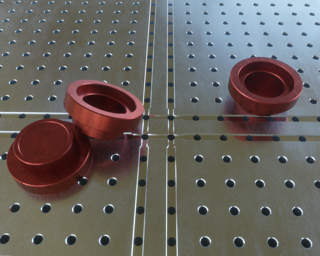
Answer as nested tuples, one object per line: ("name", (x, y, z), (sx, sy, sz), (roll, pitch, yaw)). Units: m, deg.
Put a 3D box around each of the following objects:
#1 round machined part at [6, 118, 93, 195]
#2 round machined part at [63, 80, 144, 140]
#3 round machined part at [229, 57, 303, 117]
("round machined part", (-0.134, 0.027, 0.374), (0.099, 0.042, 0.098), (0, 50, 0))
("round machined part", (-0.073, -0.020, 0.396), (0.099, 0.042, 0.098), (18, 26, -9))
("round machined part", (0.147, -0.055, 0.444), (0.099, 0.042, 0.098), (0, 50, 0))
